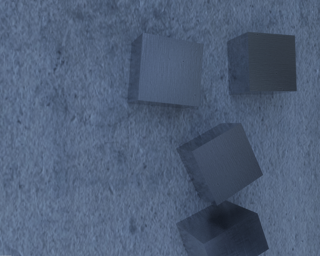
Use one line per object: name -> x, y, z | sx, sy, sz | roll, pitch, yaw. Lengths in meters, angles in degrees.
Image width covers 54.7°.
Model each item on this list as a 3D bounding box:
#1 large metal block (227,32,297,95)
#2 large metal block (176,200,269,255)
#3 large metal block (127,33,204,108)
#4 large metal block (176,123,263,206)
large metal block -> 0.148, -0.091, 0.452 | 0.081, 0.050, 0.079 | -3, 91, -20
large metal block -> 0.080, 0.143, 0.411 | 0.081, 0.080, 0.050 | -22, 98, -19
large metal block -> 0.006, -0.069, 0.399 | 0.081, 0.050, 0.080 | 4, 89, -20
large metal block -> 0.082, 0.046, 0.428 | 0.081, 0.050, 0.080 | -28, 100, -18
